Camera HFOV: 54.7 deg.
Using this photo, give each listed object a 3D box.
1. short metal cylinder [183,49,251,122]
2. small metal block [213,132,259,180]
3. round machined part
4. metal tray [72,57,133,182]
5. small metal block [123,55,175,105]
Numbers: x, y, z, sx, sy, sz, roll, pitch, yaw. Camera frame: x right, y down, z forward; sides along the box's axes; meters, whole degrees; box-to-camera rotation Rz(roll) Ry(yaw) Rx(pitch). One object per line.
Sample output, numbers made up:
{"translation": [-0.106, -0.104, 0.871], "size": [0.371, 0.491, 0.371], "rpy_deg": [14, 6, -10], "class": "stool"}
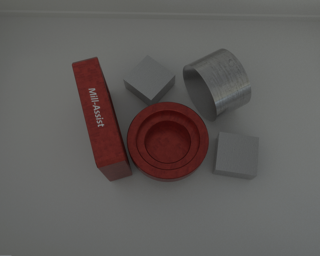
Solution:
{"translation": [0.072, -0.055, 0.400], "size": [0.050, 0.080, 0.080], "rpy_deg": [-28, 73, -10], "class": "short metal cylinder"}
{"translation": [0.097, 0.036, 0.396], "size": [0.050, 0.025, 0.050], "rpy_deg": [8, 70, 4], "class": "small metal block"}
{"translation": [0.009, 0.020, 0.390], "size": [0.099, 0.042, 0.098], "rpy_deg": [0, 70, -1], "class": "round machined part"}
{"translation": [-0.068, -0.008, 0.375], "size": [0.030, 0.090, 0.130], "rpy_deg": [-16, 71, -6], "class": "metal tray"}
{"translation": [-0.014, -0.065, 0.431], "size": [0.050, 0.025, 0.050], "rpy_deg": [38, 75, 14], "class": "small metal block"}
